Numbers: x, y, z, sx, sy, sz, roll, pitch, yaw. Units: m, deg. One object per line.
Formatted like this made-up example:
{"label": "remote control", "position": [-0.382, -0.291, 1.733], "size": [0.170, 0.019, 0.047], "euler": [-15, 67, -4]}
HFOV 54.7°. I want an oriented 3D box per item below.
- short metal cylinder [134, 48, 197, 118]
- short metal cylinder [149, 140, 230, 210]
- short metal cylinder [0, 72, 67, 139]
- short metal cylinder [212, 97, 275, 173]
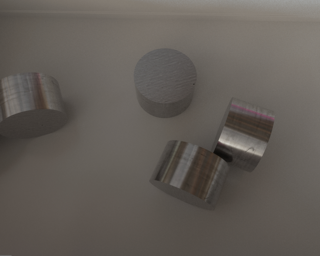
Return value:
{"label": "short metal cylinder", "position": [0.007, -0.059, 0.418], "size": [0.081, 0.050, 0.080], "euler": [0, 70, 0]}
{"label": "short metal cylinder", "position": [0.035, 0.056, 0.361], "size": [0.080, 0.080, 0.050], "euler": [23, 72, 8]}
{"label": "short metal cylinder", "position": [-0.163, -0.026, 0.388], "size": [0.081, 0.080, 0.050], "euler": [-17, 71, -7]}
{"label": "short metal cylinder", "position": [0.099, 0.008, 0.379], "size": [0.050, 0.080, 0.080], "euler": [20, 71, 7]}
